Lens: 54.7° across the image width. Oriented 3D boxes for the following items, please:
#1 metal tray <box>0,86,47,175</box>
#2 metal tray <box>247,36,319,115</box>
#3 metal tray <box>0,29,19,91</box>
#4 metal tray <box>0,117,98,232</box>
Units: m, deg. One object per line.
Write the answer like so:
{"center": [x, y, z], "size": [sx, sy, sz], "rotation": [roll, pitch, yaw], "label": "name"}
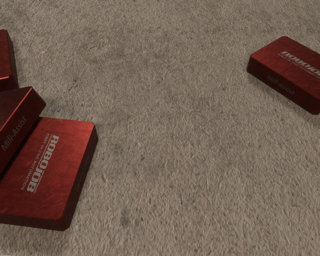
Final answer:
{"center": [-0.205, 0.009, 0.368], "size": [0.090, 0.030, 0.130], "rotation": [-5, 46, 25], "label": "metal tray"}
{"center": [0.213, -0.085, 0.474], "size": [0.091, 0.030, 0.130], "rotation": [-32, 57, -24], "label": "metal tray"}
{"center": [-0.275, -0.099, 0.479], "size": [0.091, 0.030, 0.130], "rotation": [-16, 52, -14], "label": "metal tray"}
{"center": [-0.133, 0.047, 0.359], "size": [0.091, 0.030, 0.130], "rotation": [6, 50, 4], "label": "metal tray"}
